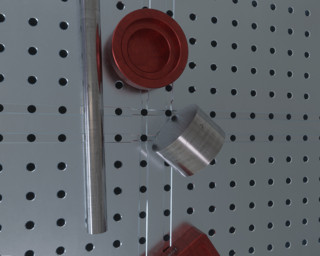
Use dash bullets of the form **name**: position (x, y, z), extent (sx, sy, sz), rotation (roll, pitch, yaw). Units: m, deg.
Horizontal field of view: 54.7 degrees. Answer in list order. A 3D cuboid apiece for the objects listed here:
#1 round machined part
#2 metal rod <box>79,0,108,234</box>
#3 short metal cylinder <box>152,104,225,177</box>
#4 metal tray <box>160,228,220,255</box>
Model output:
- **round machined part**: position (-0.017, -0.097, 0.397), extent (0.099, 0.042, 0.097), rotation (0, 90, -20)
- **metal rod**: position (-0.082, -0.022, 0.382), extent (0.025, 0.025, 0.298), rotation (-2, 91, -20)
- **short metal cylinder**: position (0.036, 0.015, 0.397), extent (0.050, 0.080, 0.080), rotation (43, 77, -15)
- **metal tray**: position (0.028, 0.213, 0.420), extent (0.131, 0.030, 0.090), rotation (-36, 102, -17)
